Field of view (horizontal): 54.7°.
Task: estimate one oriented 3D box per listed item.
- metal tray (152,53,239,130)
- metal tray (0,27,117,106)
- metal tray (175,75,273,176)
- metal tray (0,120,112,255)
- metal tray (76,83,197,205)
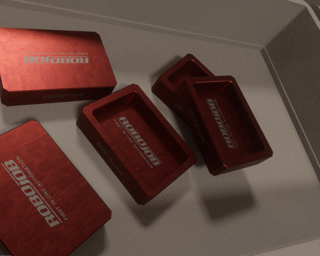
[{"bbox_3d":[0.063,-0.043,0.464,0.130,0.030,0.090,44,51,1],"label":"metal tray"},{"bbox_3d":[-0.129,-0.077,0.381,0.131,0.030,0.090,-8,66,-32],"label":"metal tray"},{"bbox_3d":[0.085,-0.008,0.415,0.091,0.030,0.130,-8,66,-32],"label":"metal tray"},{"bbox_3d":[-0.122,0.065,0.298,0.130,0.030,0.091,49,51,6],"label":"metal tray"},{"bbox_3d":[-0.027,0.016,0.379,0.091,0.030,0.130,-33,81,-38],"label":"metal tray"}]
